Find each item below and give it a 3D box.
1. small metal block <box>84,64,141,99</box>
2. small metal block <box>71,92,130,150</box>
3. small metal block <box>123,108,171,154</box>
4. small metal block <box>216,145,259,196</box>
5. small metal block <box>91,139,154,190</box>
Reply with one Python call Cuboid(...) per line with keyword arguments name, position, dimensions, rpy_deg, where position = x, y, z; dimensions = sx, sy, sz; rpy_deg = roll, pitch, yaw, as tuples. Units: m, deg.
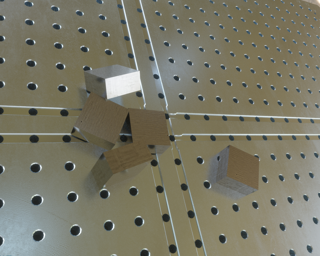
Cuboid(name="small metal block", position=(-0.061, -0.060, 0.395), dimensions=(0.050, 0.025, 0.050), rpy_deg=(-21, 32, -36))
Cuboid(name="small metal block", position=(-0.071, -0.008, 0.371), dimensions=(0.050, 0.025, 0.050), rpy_deg=(25, 60, -13))
Cuboid(name="small metal block", position=(-0.018, 0.004, 0.395), dimensions=(0.050, 0.025, 0.050), rpy_deg=(4, 60, -26))
Cuboid(name="small metal block", position=(0.108, 0.059, 0.430), dimensions=(0.050, 0.025, 0.050), rpy_deg=(25, 53, -13))
Cuboid(name="small metal block", position=(-0.043, 0.041, 0.344), dimensions=(0.050, 0.050, 0.025), rpy_deg=(-17, 71, -35))
